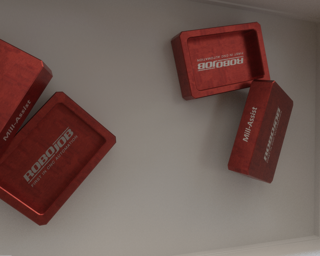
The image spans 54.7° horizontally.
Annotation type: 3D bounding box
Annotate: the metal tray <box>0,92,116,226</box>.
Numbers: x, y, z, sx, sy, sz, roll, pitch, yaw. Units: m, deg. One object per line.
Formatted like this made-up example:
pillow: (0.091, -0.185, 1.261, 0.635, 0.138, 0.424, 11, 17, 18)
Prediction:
metal tray: (-0.127, 0.033, 0.360, 0.090, 0.030, 0.130, 43, 77, -15)

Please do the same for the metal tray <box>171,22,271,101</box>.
metal tray: (0.088, -0.095, 0.439, 0.131, 0.030, 0.089, -14, 95, -20)

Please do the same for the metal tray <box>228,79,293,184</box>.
metal tray: (0.146, 0.007, 0.440, 0.090, 0.030, 0.129, 24, 81, -48)

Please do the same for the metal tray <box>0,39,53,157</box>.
metal tray: (-0.187, -0.029, 0.322, 0.090, 0.030, 0.130, 28, 80, 5)
